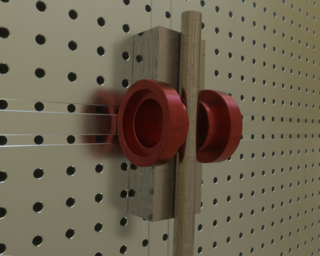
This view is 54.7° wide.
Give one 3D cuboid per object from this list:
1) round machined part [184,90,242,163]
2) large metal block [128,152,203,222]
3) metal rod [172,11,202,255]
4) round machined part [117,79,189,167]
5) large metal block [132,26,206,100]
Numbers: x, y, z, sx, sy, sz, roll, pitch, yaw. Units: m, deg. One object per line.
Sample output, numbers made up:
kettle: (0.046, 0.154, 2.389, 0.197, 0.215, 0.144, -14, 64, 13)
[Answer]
round machined part: (0.057, -0.002, 0.409, 0.042, 0.098, 0.097, 2, 89, -35)
large metal block: (0.008, 0.069, 0.399, 0.081, 0.050, 0.080, 4, 88, -40)
metal rod: (0.033, 0.012, 0.371, 0.025, 0.025, 0.298, 3, 88, -40)
round machined part: (-0.005, -0.005, 0.356, 0.042, 0.098, 0.097, 3, 89, -40)
large metal block: (0.012, -0.078, 0.403, 0.081, 0.050, 0.080, 3, 88, -40)
